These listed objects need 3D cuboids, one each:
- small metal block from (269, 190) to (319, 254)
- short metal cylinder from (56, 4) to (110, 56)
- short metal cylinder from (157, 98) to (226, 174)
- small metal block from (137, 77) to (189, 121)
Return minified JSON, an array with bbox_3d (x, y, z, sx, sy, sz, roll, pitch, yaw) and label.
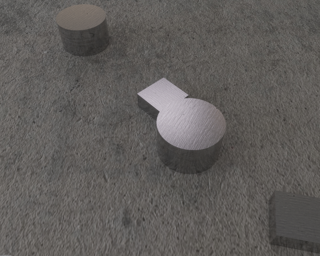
[{"bbox_3d":[0.143,0.097,0.323,0.050,0.025,0.050,9,51,7],"label":"small metal block"},{"bbox_3d":[-0.129,-0.167,0.526,0.081,0.050,0.080,0,50,0],"label":"short metal cylinder"},{"bbox_3d":[0.036,0.009,0.380,0.081,0.050,0.080,0,50,0],"label":"short metal cylinder"},{"bbox_3d":[0.004,-0.038,0.436,0.050,0.025,0.050,-35,59,-26],"label":"small metal block"}]
